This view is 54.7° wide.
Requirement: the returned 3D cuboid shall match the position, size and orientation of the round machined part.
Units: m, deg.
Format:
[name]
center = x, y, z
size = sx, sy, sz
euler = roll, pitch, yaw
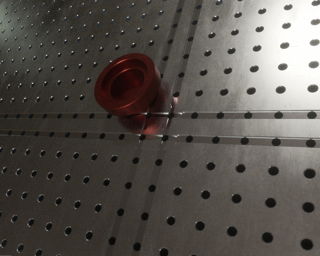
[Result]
[round machined part]
center = -0.043, -0.059, 0.455
size = 0.098, 0.042, 0.098
euler = -13, 56, 20
